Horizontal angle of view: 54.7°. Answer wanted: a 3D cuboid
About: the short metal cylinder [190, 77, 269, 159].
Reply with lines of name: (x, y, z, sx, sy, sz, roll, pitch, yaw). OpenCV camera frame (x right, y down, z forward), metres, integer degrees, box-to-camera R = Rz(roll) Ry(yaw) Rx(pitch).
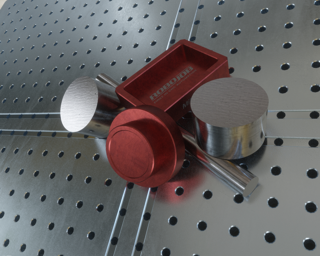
short metal cylinder: (0.077, -0.012, 0.344, 0.080, 0.050, 0.080, -7, 45, 7)

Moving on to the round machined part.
round machined part: (-0.024, 0.025, 0.360, 0.098, 0.042, 0.097, 11, 110, 31)

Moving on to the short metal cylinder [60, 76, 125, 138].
short metal cylinder: (-0.097, -0.029, 0.446, 0.080, 0.050, 0.080, -11, 72, 36)

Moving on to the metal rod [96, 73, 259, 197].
metal rod: (0.000, -0.009, 0.414, 0.025, 0.025, 0.300, -49, 51, -6)

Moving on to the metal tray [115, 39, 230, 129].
metal tray: (0.017, -0.061, 0.415, 0.131, 0.030, 0.090, -40, 50, -17)
